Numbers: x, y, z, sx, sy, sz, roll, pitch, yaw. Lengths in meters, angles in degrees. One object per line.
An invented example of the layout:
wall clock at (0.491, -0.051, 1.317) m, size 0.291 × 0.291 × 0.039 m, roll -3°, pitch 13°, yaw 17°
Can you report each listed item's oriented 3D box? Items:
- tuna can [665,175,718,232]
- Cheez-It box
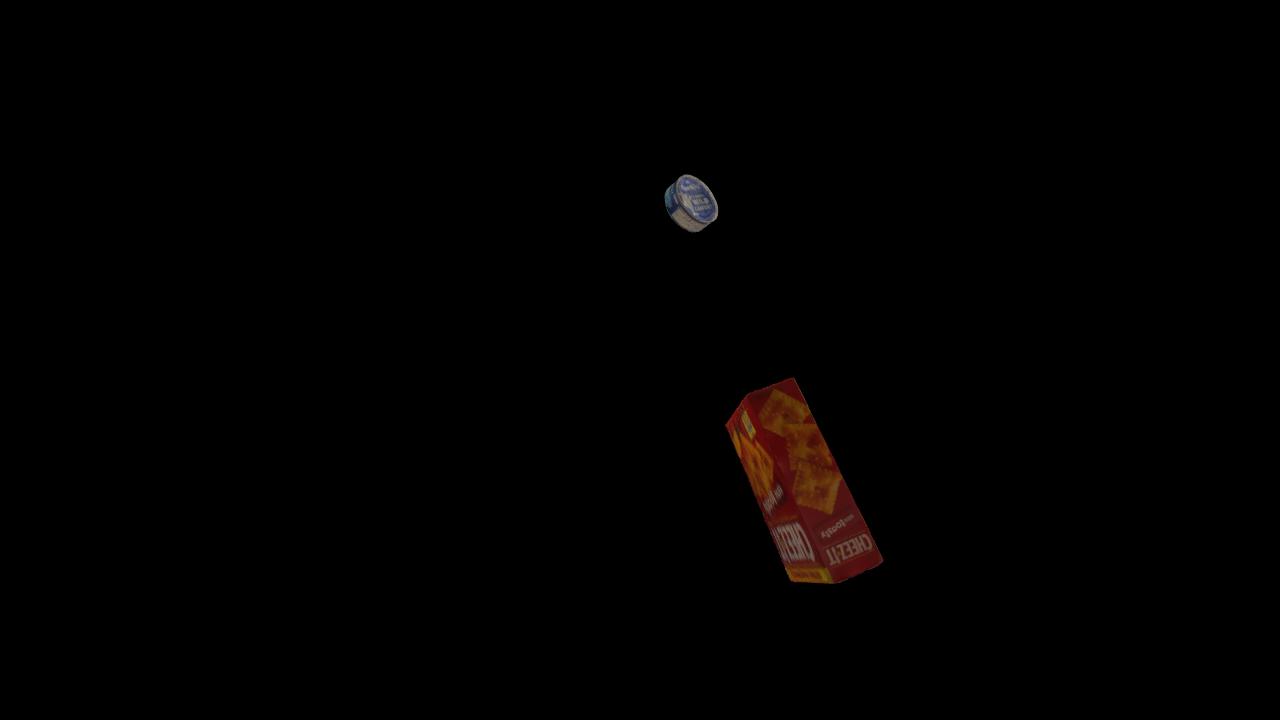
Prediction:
tuna can at (0.078, -0.238, 0.940) m, size 0.084 × 0.084 × 0.034 m, roll 0°, pitch -21°, yaw -40°
Cheez-It box at (0.185, 0.151, 0.744) m, size 0.071 × 0.223 × 0.166 m, roll -20°, pitch -17°, yaw -7°
